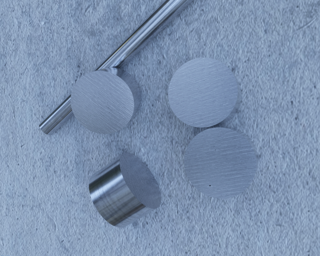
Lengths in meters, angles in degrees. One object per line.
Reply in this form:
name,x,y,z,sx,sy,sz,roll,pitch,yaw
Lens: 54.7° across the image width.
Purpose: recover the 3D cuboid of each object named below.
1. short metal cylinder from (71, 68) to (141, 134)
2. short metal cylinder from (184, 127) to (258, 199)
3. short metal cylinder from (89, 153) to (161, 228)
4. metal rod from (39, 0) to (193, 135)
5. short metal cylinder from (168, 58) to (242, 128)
short metal cylinder,-0.069,-0.037,0.407,0.080,0.050,0.079,2,106,6
short metal cylinder,0.074,0.039,0.369,0.080,0.050,0.080,0,90,20
short metal cylinder,-0.043,0.078,0.395,0.050,0.080,0.080,-35,79,17
metal rod,-0.062,-0.092,0.430,0.299,0.025,0.025,-40,78,15
short metal cylinder,0.056,-0.040,0.376,0.080,0.050,0.080,0,90,20
